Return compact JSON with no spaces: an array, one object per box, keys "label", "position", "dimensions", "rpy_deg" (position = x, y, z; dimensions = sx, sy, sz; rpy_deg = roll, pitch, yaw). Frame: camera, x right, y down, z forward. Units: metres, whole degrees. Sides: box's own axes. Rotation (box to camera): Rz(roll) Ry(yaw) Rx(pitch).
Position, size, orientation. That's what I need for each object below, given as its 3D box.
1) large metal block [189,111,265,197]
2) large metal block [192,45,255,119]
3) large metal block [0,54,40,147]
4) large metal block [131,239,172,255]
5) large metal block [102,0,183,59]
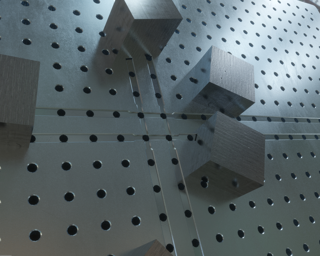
[{"label":"large metal block","position":[0.094,0.036,0.423],"dimensions":[0.080,0.050,0.080],"rpy_deg":[26,53,-13]},{"label":"large metal block","position":[0.102,-0.073,0.494],"dimensions":[0.080,0.050,0.080],"rpy_deg":[21,54,-16]},{"label":"large metal block","position":[-0.172,-0.030,0.318],"dimensions":[0.081,0.050,0.080],"rpy_deg":[7,59,-25]},{"label":"large metal block","position":[-0.008,0.167,0.288],"dimensions":[0.080,0.050,0.080],"rpy_deg":[44,51,2]},{"label":"large metal block","position":[-0.027,-0.148,0.450],"dimensions":[0.081,0.080,0.050],"rpy_deg":[-15,70,-34]}]
